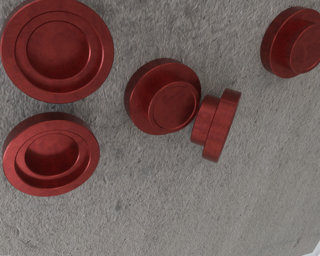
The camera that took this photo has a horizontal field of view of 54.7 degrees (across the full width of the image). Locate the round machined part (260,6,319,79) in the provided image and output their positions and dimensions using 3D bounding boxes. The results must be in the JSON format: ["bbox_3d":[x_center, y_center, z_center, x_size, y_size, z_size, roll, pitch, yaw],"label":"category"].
[{"bbox_3d":[0.193,-0.114,0.430,0.099,0.042,0.097,-14,124,-21],"label":"round machined part"}]

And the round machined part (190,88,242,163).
[{"bbox_3d":[0.071,-0.006,0.408,0.098,0.042,0.098,18,91,-77],"label":"round machined part"}]

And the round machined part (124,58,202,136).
[{"bbox_3d":[0.009,-0.032,0.381,0.099,0.042,0.097,-14,124,-21],"label":"round machined part"}]

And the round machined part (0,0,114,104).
[{"bbox_3d":[-0.098,-0.076,0.296,0.099,0.042,0.097,-14,124,-21],"label":"round machined part"}]

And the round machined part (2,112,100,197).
[{"bbox_3d":[-0.121,0.025,0.345,0.099,0.042,0.097,-14,124,-21],"label":"round machined part"}]
